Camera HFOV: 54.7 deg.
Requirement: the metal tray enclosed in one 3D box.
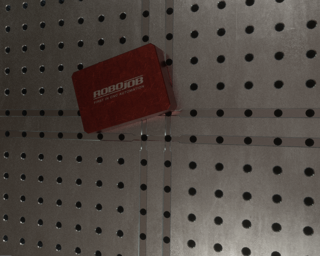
[{"bbox_3d":[-0.051,-0.051,0.427,0.130,0.030,0.090,-16,85,18],"label":"metal tray"}]
